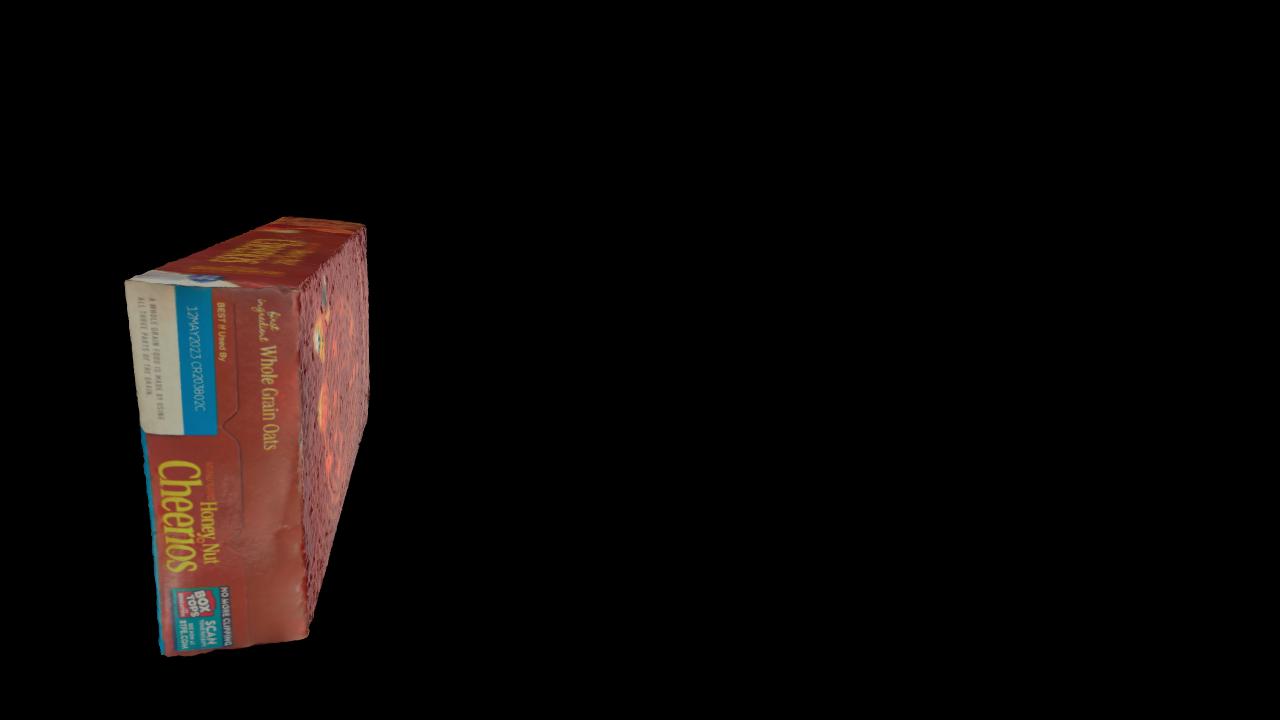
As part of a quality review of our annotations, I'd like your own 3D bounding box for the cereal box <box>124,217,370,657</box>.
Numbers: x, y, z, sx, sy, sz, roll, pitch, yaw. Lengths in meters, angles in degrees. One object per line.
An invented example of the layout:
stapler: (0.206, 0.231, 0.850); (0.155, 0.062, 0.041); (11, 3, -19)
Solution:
cereal box: (-0.248, 0.015, 0.436); (0.081, 0.203, 0.306); (2, 18, -18)
